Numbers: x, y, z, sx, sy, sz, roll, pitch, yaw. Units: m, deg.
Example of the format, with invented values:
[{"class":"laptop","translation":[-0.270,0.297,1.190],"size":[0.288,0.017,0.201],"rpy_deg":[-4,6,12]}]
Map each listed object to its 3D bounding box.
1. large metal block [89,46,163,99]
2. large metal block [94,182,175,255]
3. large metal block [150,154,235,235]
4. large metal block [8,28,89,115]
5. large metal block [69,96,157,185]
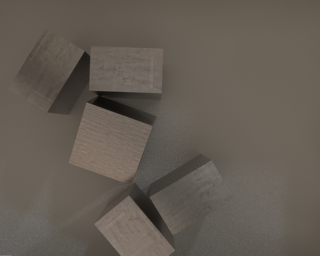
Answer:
[{"class":"large metal block","translation":[-0.038,-0.065,0.383],"size":[0.081,0.080,0.050],"rpy_deg":[2,90,-1]},{"class":"large metal block","translation":[-0.028,0.121,0.384],"size":[0.050,0.080,0.080],"rpy_deg":[-40,91,0]},{"class":"large metal block","translation":[0.036,0.077,0.385],"size":[0.080,0.080,0.050],"rpy_deg":[-31,90,0]},{"class":"large metal block","translation":[-0.126,-0.064,0.382],"size":[0.050,0.080,0.080],"rpy_deg":[31,90,-1]},{"class":"large metal block","translation":[-0.057,0.014,0.388],"size":[0.080,0.050,0.079],"rpy_deg":[20,106,-1]}]
